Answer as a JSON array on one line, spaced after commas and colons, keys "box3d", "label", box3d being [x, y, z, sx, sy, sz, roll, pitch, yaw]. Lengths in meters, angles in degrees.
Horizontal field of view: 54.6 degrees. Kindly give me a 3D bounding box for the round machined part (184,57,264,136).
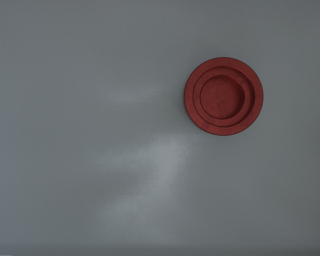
[{"box3d": [0.079, -0.039, 0.403, 0.099, 0.042, 0.097, 0, 90, 0], "label": "round machined part"}]
